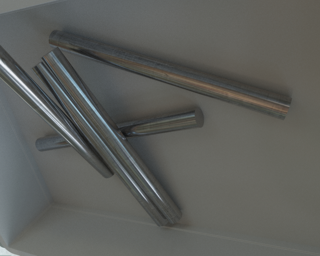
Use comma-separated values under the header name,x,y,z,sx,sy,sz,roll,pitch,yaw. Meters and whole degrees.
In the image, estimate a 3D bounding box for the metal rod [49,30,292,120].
name,x,y,z,sx,sy,sz,roll,pitch,yaw
metal rod,-0.002,-0.068,0.367,0.301,0.025,0.025,20,126,16

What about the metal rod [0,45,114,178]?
name,x,y,z,sx,sy,sz,roll,pitch,yaw
metal rod,-0.137,-0.018,0.390,0.025,0.025,0.299,1,144,28

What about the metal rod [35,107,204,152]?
name,x,y,z,sx,sy,sz,roll,pitch,yaw
metal rod,-0.078,0.008,0.454,0.300,0.025,0.025,-9,114,32

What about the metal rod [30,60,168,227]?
name,x,y,z,sx,sy,sz,roll,pitch,yaw
metal rod,-0.071,0.035,0.437,0.025,0.025,0.299,-16,120,34

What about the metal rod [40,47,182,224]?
name,x,y,z,sx,sy,sz,roll,pitch,yaw
metal rod,-0.053,0.026,0.420,0.025,0.025,0.299,-16,120,34
